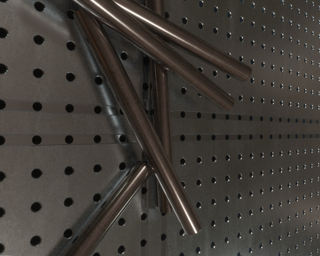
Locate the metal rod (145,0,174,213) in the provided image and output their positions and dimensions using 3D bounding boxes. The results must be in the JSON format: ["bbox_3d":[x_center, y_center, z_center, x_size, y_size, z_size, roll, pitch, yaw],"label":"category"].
[{"bbox_3d":[0.001,-0.037,0.411,0.025,0.025,0.298,-6,94,-40],"label":"metal rod"}]

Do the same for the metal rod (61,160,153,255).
[{"bbox_3d":[-0.103,0.153,0.324,0.301,0.025,0.025,-51,120,-28],"label":"metal rod"}]

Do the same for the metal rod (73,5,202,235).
[{"bbox_3d":[-0.020,0.002,0.373,0.025,0.025,0.299,-35,106,-35],"label":"metal rod"}]

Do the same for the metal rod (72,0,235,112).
[{"bbox_3d":[-0.006,-0.095,0.372,0.301,0.025,0.025,29,72,-36],"label":"metal rod"}]

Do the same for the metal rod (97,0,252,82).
[{"bbox_3d":[0.000,-0.123,0.379,0.302,0.025,0.025,20,77,-29],"label":"metal rod"}]
